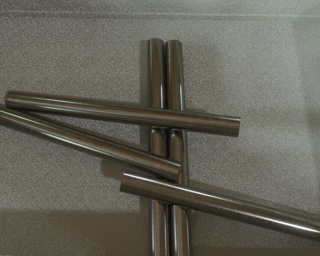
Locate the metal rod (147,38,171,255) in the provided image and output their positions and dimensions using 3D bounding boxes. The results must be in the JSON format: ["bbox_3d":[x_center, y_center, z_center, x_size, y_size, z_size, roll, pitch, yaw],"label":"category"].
[{"bbox_3d":[-0.003,0.017,0.400,0.025,0.025,0.299,-1,70,-1],"label":"metal rod"}]

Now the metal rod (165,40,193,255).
[{"bbox_3d":[0.023,0.019,0.400,0.025,0.025,0.299,-1,70,-1],"label":"metal rod"}]

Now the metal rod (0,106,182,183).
[{"bbox_3d":[-0.120,0.010,0.389,0.301,0.025,0.025,16,71,11],"label":"metal rod"}]

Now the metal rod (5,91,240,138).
[{"bbox_3d":[-0.053,-0.019,0.394,0.301,0.025,0.025,7,70,9],"label":"metal rod"}]

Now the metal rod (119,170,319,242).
[{"bbox_3d":[0.103,0.098,0.355,0.302,0.025,0.025,15,71,-1],"label":"metal rod"}]
